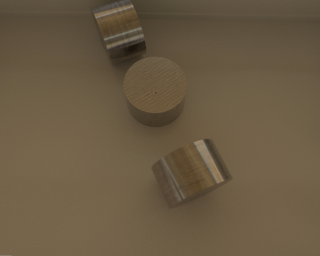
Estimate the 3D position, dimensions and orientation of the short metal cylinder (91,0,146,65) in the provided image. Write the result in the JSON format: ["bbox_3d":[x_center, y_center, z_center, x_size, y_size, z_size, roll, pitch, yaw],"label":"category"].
[{"bbox_3d":[-0.057,-0.133,0.429,0.050,0.080,0.080,-21,72,-7],"label":"short metal cylinder"}]

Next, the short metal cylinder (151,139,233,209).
[{"bbox_3d":[0.037,0.054,0.361,0.080,0.080,0.050,-23,72,-8],"label":"short metal cylinder"}]

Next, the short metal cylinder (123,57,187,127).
[{"bbox_3d":[-0.006,-0.047,0.413,0.081,0.050,0.080,0,70,0],"label":"short metal cylinder"}]
